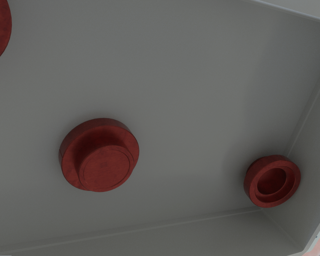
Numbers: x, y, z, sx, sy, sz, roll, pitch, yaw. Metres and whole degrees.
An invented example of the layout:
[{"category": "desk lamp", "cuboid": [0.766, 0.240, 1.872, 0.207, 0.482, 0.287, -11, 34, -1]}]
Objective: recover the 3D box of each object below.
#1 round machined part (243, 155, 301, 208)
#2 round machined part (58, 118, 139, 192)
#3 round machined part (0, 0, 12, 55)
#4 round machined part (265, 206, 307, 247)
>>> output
[{"category": "round machined part", "cuboid": [0.193, 0.089, 0.549, 0.099, 0.042, 0.097, -6, 116, -12]}, {"category": "round machined part", "cuboid": [-0.071, 0.040, 0.383, 0.099, 0.042, 0.097, -14, 124, -21]}, {"category": "round machined part", "cuboid": [-0.173, -0.093, 0.244, 0.099, 0.042, 0.097, -16, 127, -22]}, {"category": "round machined part", "cuboid": [0.291, 0.228, 0.700, 0.099, 0.042, 0.097, -14, 124, -21]}]
